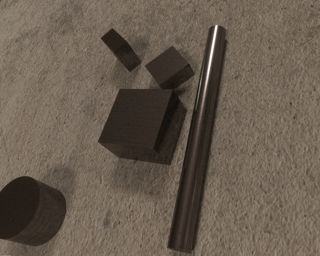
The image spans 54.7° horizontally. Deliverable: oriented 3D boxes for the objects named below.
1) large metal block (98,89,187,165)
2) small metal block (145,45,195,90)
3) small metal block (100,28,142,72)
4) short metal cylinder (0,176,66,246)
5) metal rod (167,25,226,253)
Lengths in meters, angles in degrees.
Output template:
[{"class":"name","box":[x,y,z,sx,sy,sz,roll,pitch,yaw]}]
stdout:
[{"class":"large metal block","box":[-0.020,-0.003,0.399,0.080,0.050,0.080,5,64,30]},{"class":"small metal block","box":[0.014,-0.084,0.447,0.050,0.025,0.050,-36,51,4]},{"class":"small metal block","box":[-0.062,-0.124,0.495,0.025,0.050,0.050,-41,51,0]},{"class":"short metal cylinder","box":[-0.173,0.110,0.409,0.080,0.050,0.080,-13,56,20]},{"class":"metal rod","box":[0.051,-0.007,0.380,0.025,0.025,0.300,-1,61,27]}]
